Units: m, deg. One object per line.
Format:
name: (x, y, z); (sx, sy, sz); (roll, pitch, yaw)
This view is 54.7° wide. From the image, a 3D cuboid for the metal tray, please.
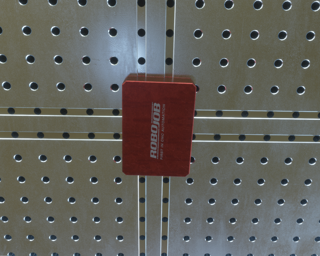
metal tray: (-0.003, 0.000, 0.410); (0.091, 0.030, 0.129); (2, 110, -1)
